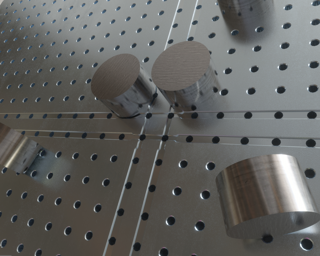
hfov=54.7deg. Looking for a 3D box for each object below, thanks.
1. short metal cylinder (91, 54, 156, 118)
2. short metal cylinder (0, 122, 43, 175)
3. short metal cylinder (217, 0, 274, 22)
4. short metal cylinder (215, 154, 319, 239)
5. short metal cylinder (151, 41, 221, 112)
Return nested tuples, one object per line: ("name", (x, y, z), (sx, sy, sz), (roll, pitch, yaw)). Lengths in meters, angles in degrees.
("short metal cylinder", (-0.053, -0.062, 0.457), (0.080, 0.050, 0.080), (-13, 56, 21))
("short metal cylinder", (-0.229, 0.030, 0.472), (0.080, 0.080, 0.050), (18, 71, 34))
("short metal cylinder", (0.122, -0.202, 0.452), (0.080, 0.050, 0.080), (-13, 56, 20))
("short metal cylinder", (0.096, 0.065, 0.282), (0.080, 0.080, 0.050), (-18, 55, 17))
("short metal cylinder", (0.036, -0.069, 0.415), (0.080, 0.050, 0.080), (-13, 56, 20))
